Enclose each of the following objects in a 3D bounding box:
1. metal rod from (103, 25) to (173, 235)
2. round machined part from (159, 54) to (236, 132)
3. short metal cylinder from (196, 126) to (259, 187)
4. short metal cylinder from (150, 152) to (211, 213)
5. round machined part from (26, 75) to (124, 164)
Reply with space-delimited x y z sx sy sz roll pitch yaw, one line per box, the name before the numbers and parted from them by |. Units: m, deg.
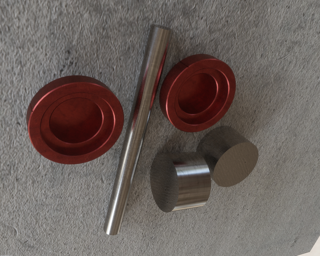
metal rod | -0.035 0.020 0.401 0.025 0.025 0.298 1 118 -30
round machined part | 0.043 -0.047 0.392 0.099 0.042 0.097 -14 125 -21
short metal cylinder | 0.102 0.043 0.476 0.081 0.050 0.079 -14 125 -21
short metal cylinder | 0.027 0.074 0.433 0.050 0.080 0.079 -1 119 -29
round machined part | -0.093 -0.012 0.339 0.099 0.042 0.097 -14 125 -21
